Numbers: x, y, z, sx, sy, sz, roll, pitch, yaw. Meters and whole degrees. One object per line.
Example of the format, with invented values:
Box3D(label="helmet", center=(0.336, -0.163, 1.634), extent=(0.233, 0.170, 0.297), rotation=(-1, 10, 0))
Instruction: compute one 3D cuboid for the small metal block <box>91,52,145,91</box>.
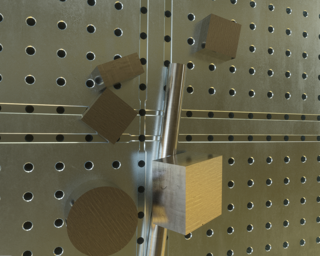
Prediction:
Box3D(label="small metal block", center=(-0.053, -0.068, 0.380), extent=(0.050, 0.050, 0.025), rotation=(-24, 98, -19))

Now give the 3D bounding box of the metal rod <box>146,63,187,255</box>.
Box3D(label="metal rod", center=(0.006, 0.063, 0.416), extent=(0.025, 0.025, 0.298), rotation=(8, 87, -20))

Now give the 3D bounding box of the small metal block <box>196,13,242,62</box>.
Box3D(label="small metal block", center=(0.085, -0.129, 0.445), extent=(0.050, 0.025, 0.050), rotation=(13, 86, -20))

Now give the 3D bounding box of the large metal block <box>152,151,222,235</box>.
Box3D(label="large metal block", center=(0.036, 0.077, 0.393), extent=(0.081, 0.050, 0.079), rotation=(-8, 99, -49))

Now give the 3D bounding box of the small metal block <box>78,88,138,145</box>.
Box3D(label="small metal block", center=(-0.065, -0.015, 0.389), extent=(0.050, 0.025, 0.050), rotation=(40, 77, -18))

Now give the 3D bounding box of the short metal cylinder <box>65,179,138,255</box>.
Box3D(label="short metal cylinder", center=(-0.072, 0.106, 0.374), extent=(0.081, 0.050, 0.079), rotation=(0, 90, -21))
